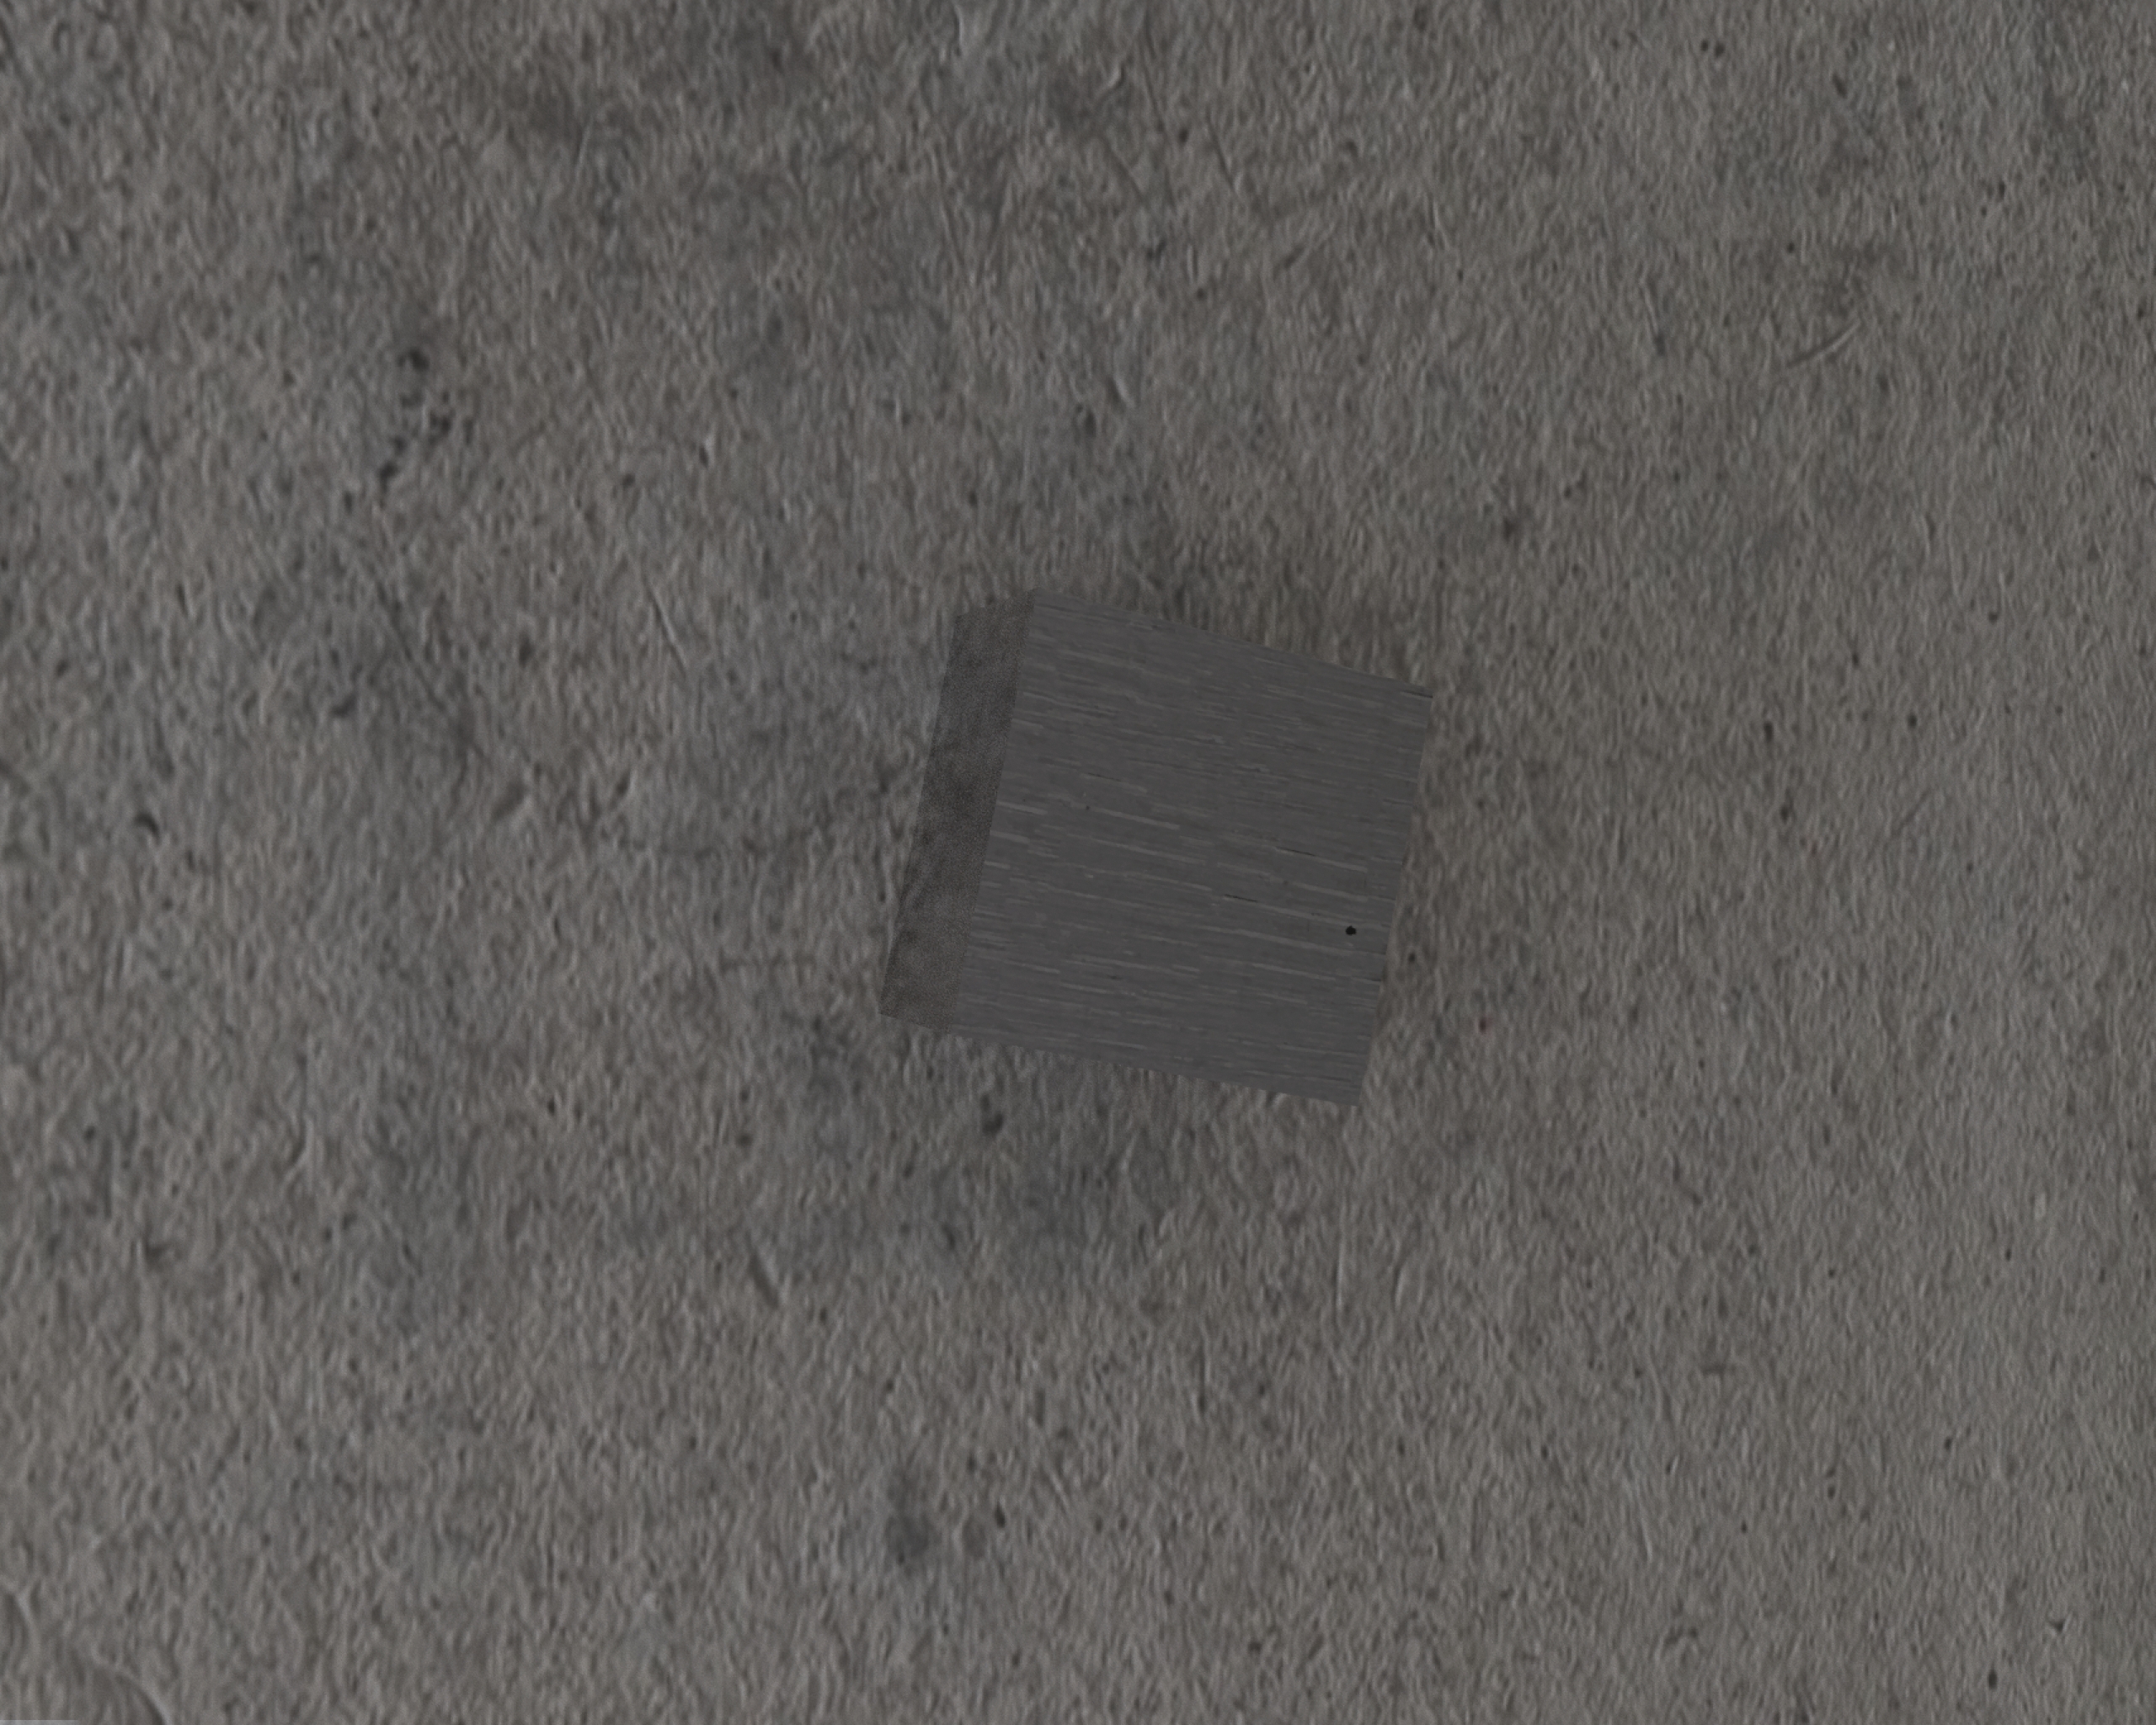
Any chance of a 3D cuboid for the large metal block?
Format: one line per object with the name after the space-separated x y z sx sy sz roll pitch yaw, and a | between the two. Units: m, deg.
0.014 -0.002 0.401 0.081 0.050 0.080 12 86 -20 | large metal block
